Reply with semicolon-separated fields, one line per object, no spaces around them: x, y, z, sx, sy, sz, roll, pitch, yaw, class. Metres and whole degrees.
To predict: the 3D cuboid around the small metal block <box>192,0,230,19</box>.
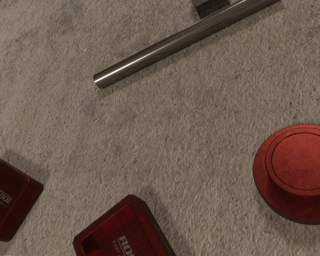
0.076;-0.208;0.490;0.050;0.025;0.050;-24;53;13;small metal block

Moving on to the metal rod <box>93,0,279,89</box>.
0.033;-0.134;0.467;0.301;0.025;0.025;-24;53;13;metal rod

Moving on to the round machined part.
0.139;0.038;0.296;0.098;0.042;0.098;-13;56;20;round machined part

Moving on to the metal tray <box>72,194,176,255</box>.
-0.030;0.147;0.324;0.090;0.030;0.130;-38;51;2;metal tray

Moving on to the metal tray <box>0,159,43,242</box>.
-0.246;0.099;0.465;0.130;0.030;0.090;18;71;34;metal tray
